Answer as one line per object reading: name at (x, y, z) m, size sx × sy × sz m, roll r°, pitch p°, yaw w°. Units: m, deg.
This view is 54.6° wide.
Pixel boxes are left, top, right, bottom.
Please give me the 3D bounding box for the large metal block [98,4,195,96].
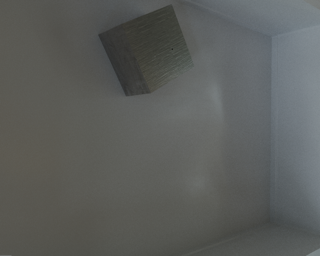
large metal block at (-0.014, -0.093, 0.377) m, size 0.080 × 0.050 × 0.080 m, roll -36°, pitch 112°, yaw -34°
